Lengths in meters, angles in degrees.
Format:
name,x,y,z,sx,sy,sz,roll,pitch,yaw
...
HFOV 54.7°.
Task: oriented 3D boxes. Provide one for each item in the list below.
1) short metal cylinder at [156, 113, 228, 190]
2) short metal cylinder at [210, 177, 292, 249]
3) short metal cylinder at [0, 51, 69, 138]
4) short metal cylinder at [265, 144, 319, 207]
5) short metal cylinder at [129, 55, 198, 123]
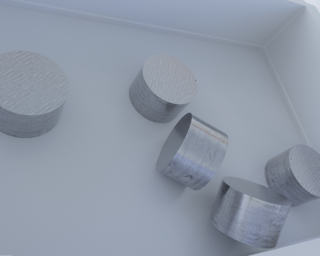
name,x,y,z,sx,sy,sz,roll,pitch,yaw
short metal cylinder,0.038,0.028,0.375,0.050,0.080,0.080,30,52,-10
short metal cylinder,0.104,0.095,0.362,0.081,0.080,0.050,14,97,-21
short metal cylinder,-0.144,-0.036,0.334,0.081,0.050,0.080,14,56,-21
short metal cylinder,0.205,0.071,0.460,0.081,0.050,0.080,14,56,-21
short metal cylinder,0.004,-0.053,0.426,0.081,0.050,0.080,14,56,-21
